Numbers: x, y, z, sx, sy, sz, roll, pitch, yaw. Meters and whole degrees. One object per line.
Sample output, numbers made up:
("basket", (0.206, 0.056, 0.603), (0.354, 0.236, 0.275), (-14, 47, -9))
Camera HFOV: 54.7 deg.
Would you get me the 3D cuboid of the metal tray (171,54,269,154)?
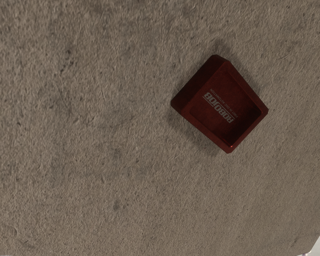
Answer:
("metal tray", (0.088, -0.029, 0.435), (0.090, 0.030, 0.130), (-49, 129, 6))
